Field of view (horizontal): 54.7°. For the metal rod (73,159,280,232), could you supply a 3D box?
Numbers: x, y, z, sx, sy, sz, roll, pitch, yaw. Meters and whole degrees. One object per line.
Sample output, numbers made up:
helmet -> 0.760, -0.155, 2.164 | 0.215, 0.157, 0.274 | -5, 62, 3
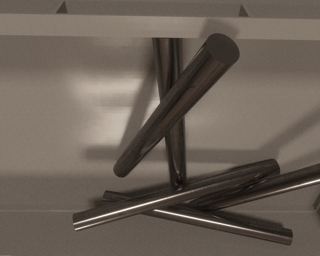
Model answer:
metal rod -> 0.028, 0.095, 0.447 | 0.302, 0.025, 0.025 | -14, 130, -6

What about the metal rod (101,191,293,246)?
metal rod -> 0.056, 0.143, 0.496 | 0.302, 0.025, 0.025 | 11, 130, 4

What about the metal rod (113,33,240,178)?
metal rod -> -0.008, 0.004, 0.335 | 0.025, 0.025, 0.299 | 16, 152, -14

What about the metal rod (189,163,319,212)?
metal rod -> 0.163, 0.081, 0.436 | 0.025, 0.025, 0.299 | 38, 134, -28

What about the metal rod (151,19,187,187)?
metal rod -> 0.018, 0.007, 0.370 | 0.025, 0.025, 0.299 | -4, 144, 3
